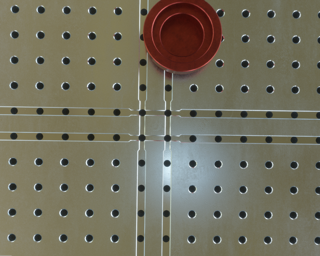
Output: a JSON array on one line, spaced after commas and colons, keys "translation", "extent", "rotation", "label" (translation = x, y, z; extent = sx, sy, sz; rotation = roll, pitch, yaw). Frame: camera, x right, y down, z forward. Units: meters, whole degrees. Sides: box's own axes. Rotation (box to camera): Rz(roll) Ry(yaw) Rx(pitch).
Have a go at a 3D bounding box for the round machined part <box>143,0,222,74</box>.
[{"translation": [0.028, -0.119, 0.405], "extent": [0.099, 0.042, 0.097], "rotation": [0, 90, -1], "label": "round machined part"}]
